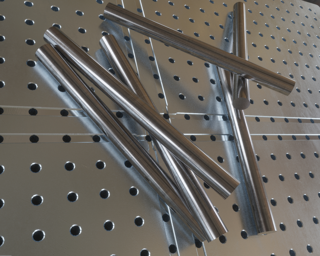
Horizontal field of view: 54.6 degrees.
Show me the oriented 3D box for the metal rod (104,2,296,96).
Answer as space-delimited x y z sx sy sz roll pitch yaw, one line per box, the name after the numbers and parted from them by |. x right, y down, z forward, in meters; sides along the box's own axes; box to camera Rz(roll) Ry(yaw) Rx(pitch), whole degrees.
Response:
0.057 -0.120 0.468 0.301 0.025 0.025 24 52 3 | metal rod

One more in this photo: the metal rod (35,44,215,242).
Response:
-0.045 0.014 0.375 0.300 0.025 0.025 48 51 5 | metal rod

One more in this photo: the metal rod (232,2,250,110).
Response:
0.142 -0.144 0.551 0.025 0.025 0.300 25 47 -13 | metal rod

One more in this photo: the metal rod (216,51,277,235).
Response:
0.122 0.004 0.470 0.025 0.025 0.299 7 59 -25 | metal rod

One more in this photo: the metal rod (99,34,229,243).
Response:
-0.006 -0.004 0.387 0.025 0.025 0.299 -14 63 -34 | metal rod

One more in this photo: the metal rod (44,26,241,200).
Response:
-0.033 -0.028 0.367 0.300 0.025 0.025 41 50 15 | metal rod
